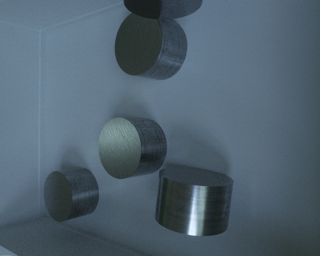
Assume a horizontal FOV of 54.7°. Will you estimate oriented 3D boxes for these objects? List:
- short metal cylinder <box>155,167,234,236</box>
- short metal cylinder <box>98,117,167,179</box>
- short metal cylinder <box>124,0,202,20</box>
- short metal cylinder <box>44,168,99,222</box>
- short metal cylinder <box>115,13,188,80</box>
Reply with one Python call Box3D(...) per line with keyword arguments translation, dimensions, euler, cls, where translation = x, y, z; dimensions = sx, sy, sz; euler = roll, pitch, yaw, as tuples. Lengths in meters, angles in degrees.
Box3D(translation=(0.037, 0.077, 0.339), dimensions=(0.080, 0.081, 0.050), euler=(10, 96, 39), cls="short metal cylinder")
Box3D(translation=(-0.038, 0.026, 0.419), dimensions=(0.080, 0.050, 0.079), euler=(0, 90, 39), cls="short metal cylinder")
Box3D(translation=(0.003, -0.153, 0.320), dimensions=(0.080, 0.081, 0.050), euler=(-3, 85, 39), cls="short metal cylinder")
Box3D(translation=(-0.146, 0.108, 0.508), dimensions=(0.080, 0.050, 0.079), euler=(0, 90, 39), cls="short metal cylinder")
Box3D(translation=(-0.012, -0.104, 0.399), dimensions=(0.080, 0.050, 0.079), euler=(0, 90, 39), cls="short metal cylinder")
